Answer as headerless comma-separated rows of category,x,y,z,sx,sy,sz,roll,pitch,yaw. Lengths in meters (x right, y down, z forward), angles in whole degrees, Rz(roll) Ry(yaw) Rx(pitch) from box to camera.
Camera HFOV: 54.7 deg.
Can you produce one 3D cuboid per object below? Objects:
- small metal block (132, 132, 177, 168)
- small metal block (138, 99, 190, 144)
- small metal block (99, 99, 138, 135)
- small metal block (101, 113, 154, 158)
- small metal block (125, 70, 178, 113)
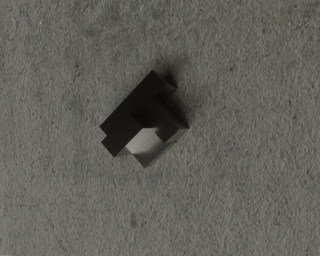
small metal block,-0.015,0.018,0.415,0.050,0.025,0.050,-44,77,14
small metal block,0.006,-0.008,0.394,0.025,0.050,0.050,-45,77,14
small metal block,-0.044,-0.010,0.411,0.050,0.050,0.025,-45,76,14
small metal block,-0.036,0.008,0.382,0.050,0.050,0.025,-45,76,14
small metal block,-0.010,-0.044,0.399,0.050,0.050,0.025,-45,76,14
